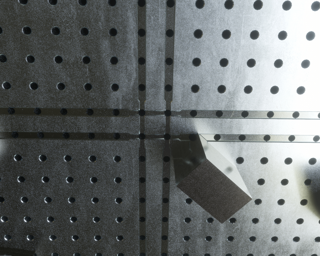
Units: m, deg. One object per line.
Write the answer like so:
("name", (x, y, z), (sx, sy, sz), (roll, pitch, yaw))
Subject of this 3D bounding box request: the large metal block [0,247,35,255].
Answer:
("large metal block", (-0.247, 0.236, 0.484), (0.081, 0.050, 0.079), (9, 110, -4))

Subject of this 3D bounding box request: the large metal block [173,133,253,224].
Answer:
("large metal block", (0.065, 0.064, 0.409), (0.080, 0.080, 0.050), (41, 105, -14))
